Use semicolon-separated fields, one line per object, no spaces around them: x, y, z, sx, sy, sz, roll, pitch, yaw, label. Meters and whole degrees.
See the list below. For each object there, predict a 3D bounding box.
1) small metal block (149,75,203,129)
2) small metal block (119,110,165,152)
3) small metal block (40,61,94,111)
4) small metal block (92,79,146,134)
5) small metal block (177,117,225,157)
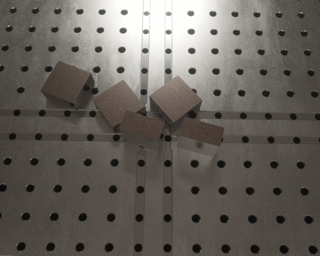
0.021;-0.036;0.425;0.050;0.025;0.050;-38;75;-13;small metal block
-0.022;0.005;0.396;0.050;0.050;0.025;18;71;6;small metal block
-0.128;-0.059;0.432;0.050;0.025;0.050;22;71;7;small metal block
-0.055;-0.029;0.422;0.050;0.025;0.050;-35;74;-12;small metal block
0.050;0.013;0.395;0.050;0.050;0.025;16;71;5;small metal block
